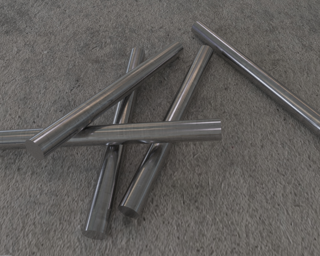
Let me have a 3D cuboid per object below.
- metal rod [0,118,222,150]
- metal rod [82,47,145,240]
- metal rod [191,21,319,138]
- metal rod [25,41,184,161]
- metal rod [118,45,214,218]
[{"bbox_3d":[-0.081,0.009,0.365,0.301,0.025,0.025,-3,50,9],"label":"metal rod"},{"bbox_3d":[-0.051,-0.006,0.407,0.025,0.025,0.300,4,50,4],"label":"metal rod"},{"bbox_3d":[0.146,-0.083,0.473,0.025,0.025,0.300,-26,55,-20],"label":"metal rod"},{"bbox_3d":[-0.048,-0.055,0.410,0.025,0.025,0.302,25,43,19],"label":"metal rod"},{"bbox_3d":[0.021,-0.018,0.418,0.025,0.025,0.301,17,52,13],"label":"metal rod"}]
